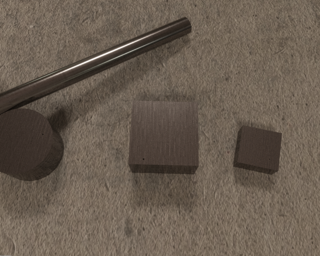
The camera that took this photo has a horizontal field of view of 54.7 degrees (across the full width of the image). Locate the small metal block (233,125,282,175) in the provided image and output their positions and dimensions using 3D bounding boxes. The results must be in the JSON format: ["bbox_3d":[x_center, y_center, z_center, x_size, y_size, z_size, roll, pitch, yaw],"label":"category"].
[{"bbox_3d":[0.126,0.029,0.399,0.050,0.025,0.050,12,70,4],"label":"small metal block"}]

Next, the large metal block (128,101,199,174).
[{"bbox_3d":[0.005,0.013,0.390,0.081,0.050,0.080,2,70,0],"label":"large metal block"}]

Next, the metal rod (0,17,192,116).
[{"bbox_3d":[-0.086,-0.087,0.417,0.302,0.025,0.025,-28,73,-19],"label":"metal rod"}]

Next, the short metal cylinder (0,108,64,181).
[{"bbox_3d":[-0.166,0.022,0.384,0.081,0.050,0.080,1,71,-2],"label":"short metal cylinder"}]
